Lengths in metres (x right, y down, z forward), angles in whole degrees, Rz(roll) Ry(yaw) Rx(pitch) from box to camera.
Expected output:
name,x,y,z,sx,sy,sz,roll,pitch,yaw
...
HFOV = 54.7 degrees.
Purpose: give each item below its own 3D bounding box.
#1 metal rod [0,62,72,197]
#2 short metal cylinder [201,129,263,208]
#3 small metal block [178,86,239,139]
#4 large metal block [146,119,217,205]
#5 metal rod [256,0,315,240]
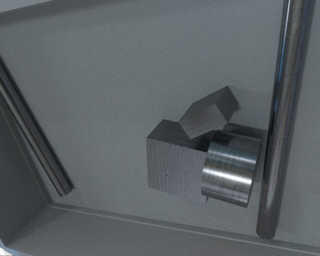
name,x,y,z,sx,sy,sz,roll,pitch,yaw
metal rod,-0.226,-0.011,0.517,0.025,0.025,0.299,-9,114,32
short metal cylinder,0.084,0.046,0.356,0.050,0.080,0.079,13,124,21
small metal block,0.056,-0.018,0.351,0.050,0.050,0.025,-26,104,37
large metal block,0.031,0.042,0.401,0.080,0.050,0.079,13,124,21
metal rod,0.133,0.012,0.345,0.025,0.025,0.298,9,123,23
